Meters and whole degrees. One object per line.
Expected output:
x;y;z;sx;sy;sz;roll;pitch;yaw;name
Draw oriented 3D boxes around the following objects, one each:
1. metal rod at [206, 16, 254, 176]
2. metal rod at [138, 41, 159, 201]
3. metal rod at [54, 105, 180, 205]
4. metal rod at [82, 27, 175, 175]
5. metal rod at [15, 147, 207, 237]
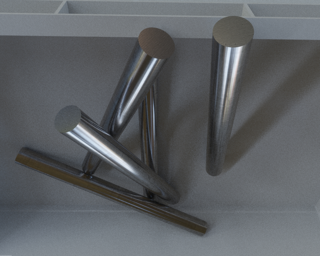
0.063;0.000;0.328;0.025;0.025;0.299;-6;156;5;metal rod
-0.015;0.025;0.429;0.025;0.025;0.298;0;130;0;metal rod
-0.027;0.053;0.380;0.025;0.025;0.300;-16;152;13;metal rod
-0.053;0.001;0.330;0.025;0.025;0.299;17;153;-14;metal rod
-0.065;0.100;0.468;0.301;0.025;0.025;25;126;-11;metal rod
